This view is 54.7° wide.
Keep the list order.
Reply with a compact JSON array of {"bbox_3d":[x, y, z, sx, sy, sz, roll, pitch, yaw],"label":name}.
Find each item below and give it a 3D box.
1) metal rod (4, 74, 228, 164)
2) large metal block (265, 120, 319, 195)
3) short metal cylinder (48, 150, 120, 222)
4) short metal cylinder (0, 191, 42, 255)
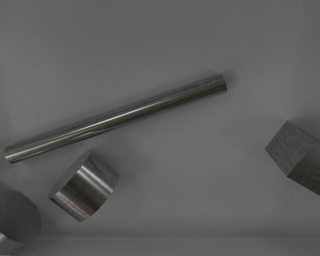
[{"bbox_3d":[-0.061,-0.010,0.406,0.301,0.025,0.025,-18,109,6],"label":"metal rod"},{"bbox_3d":[0.196,0.042,0.401,0.080,0.080,0.050,29,107,-11],"label":"large metal block"},{"bbox_3d":[-0.100,0.075,0.408,0.080,0.080,0.050,-43,105,14],"label":"short metal cylinder"},{"bbox_3d":[-0.214,0.135,0.429,0.050,0.080,0.080,-38,106,12],"label":"short metal cylinder"}]
